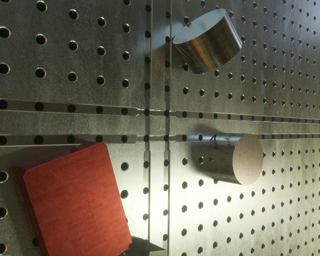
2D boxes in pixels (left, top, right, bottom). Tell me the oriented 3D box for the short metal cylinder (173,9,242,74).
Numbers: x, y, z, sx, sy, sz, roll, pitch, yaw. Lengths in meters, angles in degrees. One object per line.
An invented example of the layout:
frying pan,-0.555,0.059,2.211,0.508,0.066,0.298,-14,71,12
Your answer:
short metal cylinder,0.065,-0.119,0.427,0.080,0.080,0.050,-52,121,-27

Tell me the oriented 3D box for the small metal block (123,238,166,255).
small metal block,-0.022,0.167,0.375,0.025,0.050,0.050,13,82,-39

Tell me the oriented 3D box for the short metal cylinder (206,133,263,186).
short metal cylinder,0.120,0.048,0.493,0.081,0.050,0.080,0,90,-40

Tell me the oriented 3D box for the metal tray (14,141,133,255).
metal tray,-0.088,0.089,0.333,0.091,0.030,0.129,-22,104,-38
